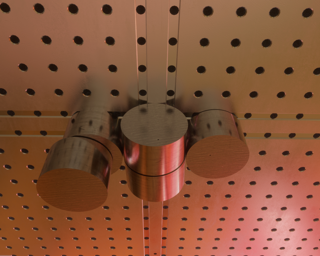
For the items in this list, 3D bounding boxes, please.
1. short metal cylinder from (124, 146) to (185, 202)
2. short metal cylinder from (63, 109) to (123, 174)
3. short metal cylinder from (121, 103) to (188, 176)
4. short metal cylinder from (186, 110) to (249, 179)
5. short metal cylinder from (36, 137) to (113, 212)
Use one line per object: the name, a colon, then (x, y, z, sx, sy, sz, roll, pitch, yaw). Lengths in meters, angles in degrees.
short metal cylinder: (-0.006, 0.052, 0.419, 0.080, 0.080, 0.050, -1, 130, 0)
short metal cylinder: (-0.088, 0.021, 0.412, 0.081, 0.050, 0.079, 0, 130, 0)
short metal cylinder: (-0.007, 0.013, 0.387, 0.081, 0.080, 0.050, 1, 131, -1)
short metal cylinder: (0.073, 0.022, 0.414, 0.081, 0.050, 0.079, 0, 130, 0)
short metal cylinder: (-0.101, 0.057, 0.375, 0.081, 0.050, 0.079, 0, 130, 0)
